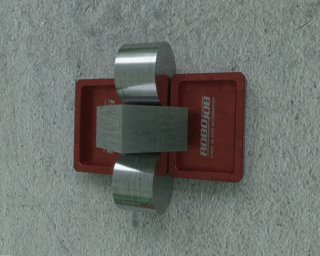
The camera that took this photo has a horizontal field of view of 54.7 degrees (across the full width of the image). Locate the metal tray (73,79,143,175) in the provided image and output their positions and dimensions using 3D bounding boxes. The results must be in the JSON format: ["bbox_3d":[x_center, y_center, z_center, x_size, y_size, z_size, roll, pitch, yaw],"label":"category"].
[{"bbox_3d":[-0.073,-0.002,0.434,0.090,0.030,0.129,2,91,19],"label":"metal tray"}]

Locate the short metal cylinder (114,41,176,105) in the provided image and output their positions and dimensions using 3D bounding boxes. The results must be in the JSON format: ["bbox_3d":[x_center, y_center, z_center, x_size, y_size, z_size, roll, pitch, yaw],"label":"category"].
[{"bbox_3d":[-0.015,-0.065,0.386,0.050,0.080,0.079,2,91,20],"label":"short metal cylinder"}]

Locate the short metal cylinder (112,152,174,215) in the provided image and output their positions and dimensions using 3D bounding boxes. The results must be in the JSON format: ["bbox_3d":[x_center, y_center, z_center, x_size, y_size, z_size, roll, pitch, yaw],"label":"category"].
[{"bbox_3d":[-0.018,0.065,0.387,0.050,0.080,0.079,2,91,20],"label":"short metal cylinder"}]

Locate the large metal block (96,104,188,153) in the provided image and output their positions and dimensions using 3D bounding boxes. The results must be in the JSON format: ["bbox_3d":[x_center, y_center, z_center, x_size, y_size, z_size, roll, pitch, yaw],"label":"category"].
[{"bbox_3d":[-0.023,0.000,0.367,0.080,0.081,0.050,3,93,60],"label":"large metal block"}]

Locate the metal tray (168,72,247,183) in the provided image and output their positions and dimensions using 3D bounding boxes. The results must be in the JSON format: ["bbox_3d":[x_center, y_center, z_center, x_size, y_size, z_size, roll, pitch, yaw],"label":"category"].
[{"bbox_3d":[0.059,-0.002,0.387,0.090,0.030,0.129,2,91,19],"label":"metal tray"}]
